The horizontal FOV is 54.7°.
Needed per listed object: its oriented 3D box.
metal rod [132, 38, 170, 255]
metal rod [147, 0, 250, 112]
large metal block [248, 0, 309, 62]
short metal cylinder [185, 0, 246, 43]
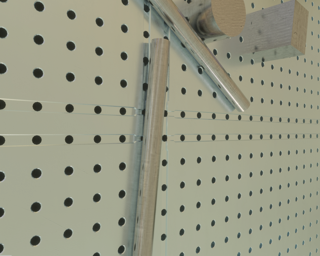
[{"bbox_3d":[-0.011,0.033,0.401,0.025,0.025,0.298,8,85,-40],"label":"metal rod"},{"bbox_3d":[0.049,-0.124,0.452,0.300,0.025,0.025,43,64,-32],"label":"metal rod"},{"bbox_3d":[0.211,-0.170,0.553,0.050,0.080,0.080,13,82,-40],"label":"large metal block"},{"bbox_3d":[0.084,-0.172,0.466,0.081,0.050,0.079,0,90,-40],"label":"short metal cylinder"}]
